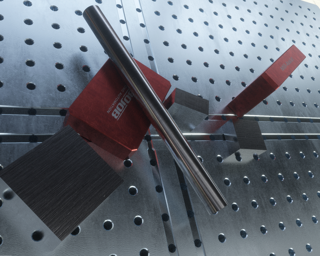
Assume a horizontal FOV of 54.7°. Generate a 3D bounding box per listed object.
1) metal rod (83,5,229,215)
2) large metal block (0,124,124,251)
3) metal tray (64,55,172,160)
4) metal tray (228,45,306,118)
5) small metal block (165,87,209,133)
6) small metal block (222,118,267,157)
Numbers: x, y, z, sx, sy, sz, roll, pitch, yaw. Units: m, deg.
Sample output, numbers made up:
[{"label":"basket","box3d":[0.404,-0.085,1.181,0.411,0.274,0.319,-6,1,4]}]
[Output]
[{"label":"metal rod","box3d":[-0.012,-0.032,0.381,0.025,0.025,0.299,-23,74,-36]},{"label":"large metal block","box3d":[-0.097,0.057,0.305,0.080,0.050,0.080,45,51,3]},{"label":"metal tray","box3d":[-0.049,-0.034,0.399,0.090,0.030,0.130,32,51,-7]},{"label":"metal tray","box3d":[0.175,-0.077,0.507,0.030,0.090,0.131,48,51,5]},{"label":"small metal block","box3d":[0.032,-0.023,0.423,0.050,0.050,0.025,19,54,-17]},{"label":"small metal block","box3d":[0.127,0.015,0.467,0.050,0.025,0.050,5,60,-26]}]
